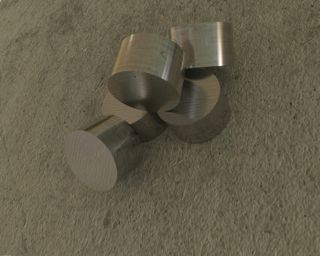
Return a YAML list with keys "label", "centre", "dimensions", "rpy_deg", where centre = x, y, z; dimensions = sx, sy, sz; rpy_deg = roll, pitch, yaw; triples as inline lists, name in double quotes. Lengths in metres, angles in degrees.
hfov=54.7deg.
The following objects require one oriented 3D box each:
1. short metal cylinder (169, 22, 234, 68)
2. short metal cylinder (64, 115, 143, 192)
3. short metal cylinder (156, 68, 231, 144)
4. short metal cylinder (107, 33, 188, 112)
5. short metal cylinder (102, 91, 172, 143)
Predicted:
- label: "short metal cylinder"
  centre: [0.053, -0.102, 0.395]
  dimensions: [0.080, 0.080, 0.050]
  rpy_deg: [1, 100, 28]
- label: "short metal cylinder"
  centre: [-0.068, 0.030, 0.378]
  dimensions: [0.080, 0.079, 0.050]
  rpy_deg: [8, 27, 31]
- label: "short metal cylinder"
  centre: [0.041, -0.027, 0.382]
  dimensions: [0.080, 0.050, 0.080]
  rpy_deg: [-13, 56, 20]
- label: "short metal cylinder"
  centre: [-0.013, -0.059, 0.348]
  dimensions: [0.080, 0.080, 0.050]
  rpy_deg: [-1, 61, 27]
- label: "short metal cylinder"
  centre: [-0.030, -0.026, 0.419]
  dimensions: [0.080, 0.050, 0.080]
  rpy_deg: [-13, 56, 20]
